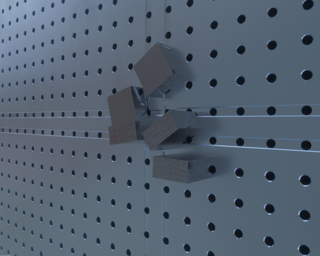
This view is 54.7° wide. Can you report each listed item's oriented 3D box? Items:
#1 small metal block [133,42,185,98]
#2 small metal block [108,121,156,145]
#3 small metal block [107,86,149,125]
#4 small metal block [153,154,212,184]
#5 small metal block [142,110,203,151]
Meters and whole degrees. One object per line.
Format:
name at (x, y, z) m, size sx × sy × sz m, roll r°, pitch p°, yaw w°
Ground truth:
small metal block at (-0.002, -0.075, 0.409) m, size 0.050 × 0.025 × 0.050 m, roll -39°, pitch 67°, yaw 33°
small metal block at (-0.033, 0.006, 0.418) m, size 0.050 × 0.050 × 0.025 m, roll -11°, pitch 83°, yaw 39°
small metal block at (-0.046, -0.027, 0.445) m, size 0.050 × 0.025 × 0.050 m, roll -19°, pitch 78°, yaw 38°
small metal block at (0.027, 0.047, 0.369) m, size 0.050 × 0.050 × 0.025 m, roll 3°, pitch 92°, yaw 39°
small metal block at (0.016, 0.003, 0.379) m, size 0.050 × 0.050 × 0.025 m, roll -40°, pitch 66°, yaw 32°
